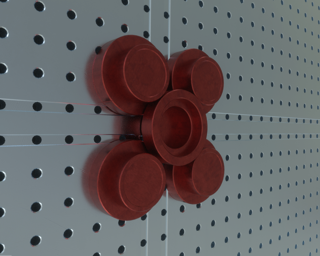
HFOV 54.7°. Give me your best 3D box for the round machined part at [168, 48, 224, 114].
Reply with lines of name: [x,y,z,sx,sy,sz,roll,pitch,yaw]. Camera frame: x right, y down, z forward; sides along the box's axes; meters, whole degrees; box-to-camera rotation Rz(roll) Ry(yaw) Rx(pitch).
round machined part: [0.054,-0.065,0.445,0.099,0.042,0.097,0,90,-40]

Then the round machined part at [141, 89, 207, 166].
round machined part: [0.015,-0.001,0.410,0.099,0.042,0.097,0,90,-40]

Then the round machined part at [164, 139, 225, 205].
round machined part: [0.055,0.061,0.446,0.099,0.042,0.097,0,90,-40]

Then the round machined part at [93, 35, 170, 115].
round machined part: [-0.027,-0.064,0.376,0.099,0.042,0.097,0,90,-40]

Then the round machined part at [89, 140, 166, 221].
round machined part: [-0.031,0.063,0.374,0.099,0.042,0.097,0,90,-40]
